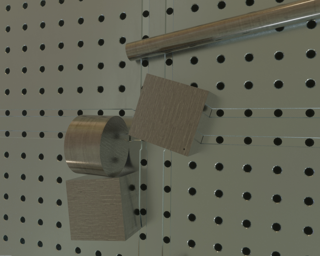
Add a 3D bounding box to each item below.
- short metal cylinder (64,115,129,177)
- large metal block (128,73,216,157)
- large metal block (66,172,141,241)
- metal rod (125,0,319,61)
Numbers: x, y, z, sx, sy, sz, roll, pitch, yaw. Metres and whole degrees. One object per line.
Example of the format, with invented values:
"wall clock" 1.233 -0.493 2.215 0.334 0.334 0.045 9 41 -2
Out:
"short metal cylinder" -0.081 0.023 0.411 0.050 0.080 0.079 2 91 20
"large metal block" 0.017 -0.017 0.393 0.080 0.050 0.080 19 96 18
"large metal block" -0.077 0.106 0.425 0.080 0.050 0.080 -6 88 19
"metal rod" 0.099 -0.125 0.377 0.301 0.025 0.025 -8 87 19
